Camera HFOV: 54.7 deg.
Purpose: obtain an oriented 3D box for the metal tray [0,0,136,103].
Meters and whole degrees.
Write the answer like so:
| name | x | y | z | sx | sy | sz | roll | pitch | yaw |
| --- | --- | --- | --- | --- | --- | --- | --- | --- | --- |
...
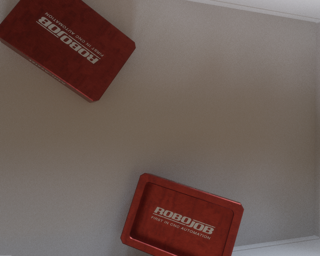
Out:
| name | x | y | z | sx | sy | sz | roll | pitch | yaw |
| --- | --- | --- | --- | --- | --- | --- | --- | --- | --- |
| metal tray | -0.107 | -0.102 | 0.368 | 0.130 | 0.030 | 0.090 | 36 | 78 | -17 |

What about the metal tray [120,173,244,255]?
| name | x | y | z | sx | sy | sz | roll | pitch | yaw |
| --- | --- | --- | --- | --- | --- | --- | --- | --- | --- |
| metal tray | 0.027 | 0.117 | 0.381 | 0.130 | 0.030 | 0.090 | 16 | 83 | 15 |
